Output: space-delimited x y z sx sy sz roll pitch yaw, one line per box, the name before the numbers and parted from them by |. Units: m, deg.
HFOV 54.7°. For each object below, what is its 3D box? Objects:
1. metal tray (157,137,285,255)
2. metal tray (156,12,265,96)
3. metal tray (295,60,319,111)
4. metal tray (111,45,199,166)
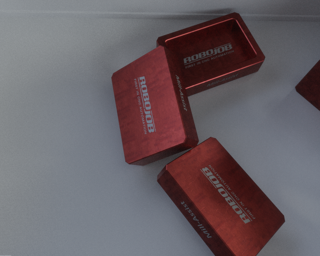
metal tray | 0.070 0.082 0.358 0.091 0.030 0.130 -27 71 -37
metal tray | 0.071 -0.106 0.446 0.131 0.030 0.090 -21 72 -8
metal tray | 0.234 -0.056 0.377 0.030 0.130 0.090 -41 75 -13
metal tray | -0.010 -0.027 0.391 0.090 0.030 0.129 -23 67 29
